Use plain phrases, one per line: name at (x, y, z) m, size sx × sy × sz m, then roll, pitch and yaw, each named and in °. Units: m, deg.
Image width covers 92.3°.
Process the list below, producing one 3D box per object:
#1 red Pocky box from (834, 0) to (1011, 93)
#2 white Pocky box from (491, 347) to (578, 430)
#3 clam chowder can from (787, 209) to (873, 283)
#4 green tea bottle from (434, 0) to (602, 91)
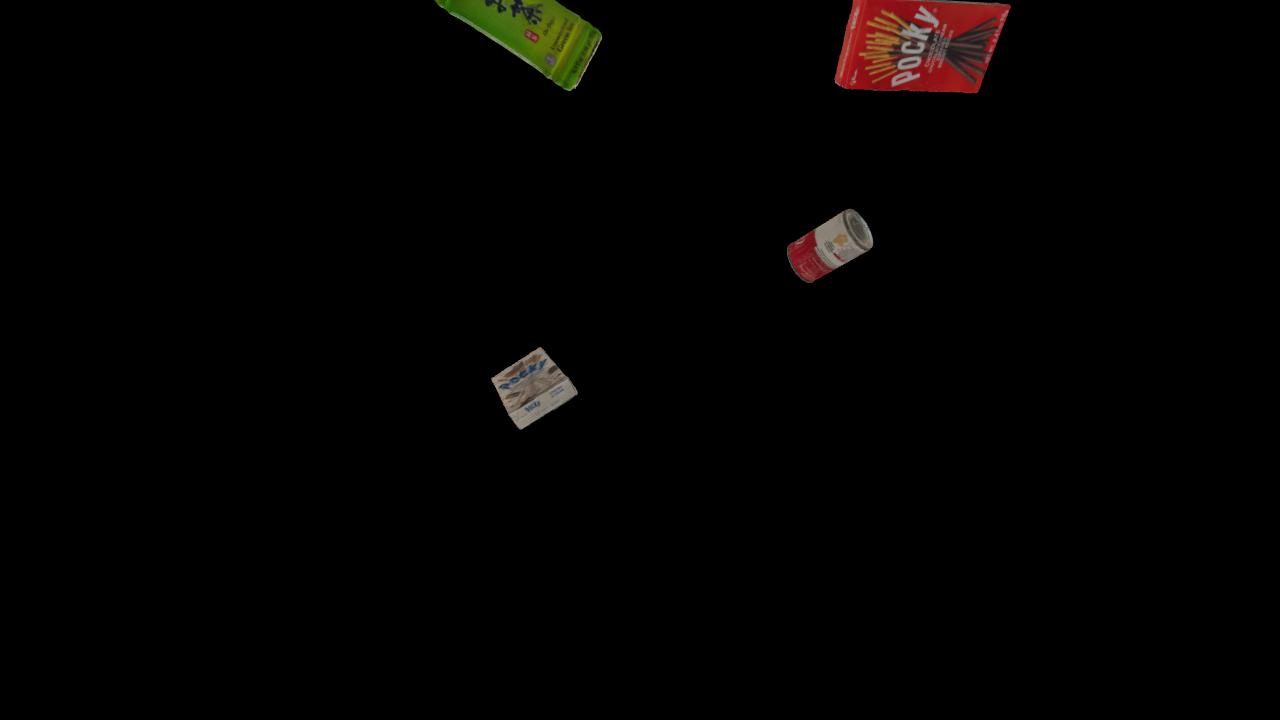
red Pocky box at (0.281, -0.315, 0.618) m, size 0.155 × 0.083 × 0.028 m, roll -2°, pitch 39°, yaw -8°
white Pocky box at (-0.138, 0.033, 0.786) m, size 0.084 × 0.028 × 0.154 m, roll -33°, pitch 25°, yaw -10°
clam chowder can at (0.274, -0.164, 0.890) m, size 0.068 × 0.068 × 0.102 m, roll 0°, pitch -21°, yaw -43°
green tea bottle at (-0.144, -0.357, 0.617) m, size 0.212 × 0.073 × 0.073 m, roll 25°, pitch -9°, yaw -19°
